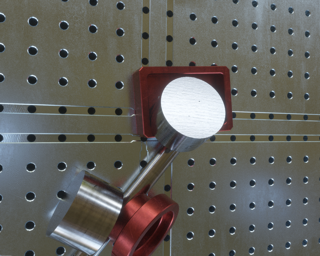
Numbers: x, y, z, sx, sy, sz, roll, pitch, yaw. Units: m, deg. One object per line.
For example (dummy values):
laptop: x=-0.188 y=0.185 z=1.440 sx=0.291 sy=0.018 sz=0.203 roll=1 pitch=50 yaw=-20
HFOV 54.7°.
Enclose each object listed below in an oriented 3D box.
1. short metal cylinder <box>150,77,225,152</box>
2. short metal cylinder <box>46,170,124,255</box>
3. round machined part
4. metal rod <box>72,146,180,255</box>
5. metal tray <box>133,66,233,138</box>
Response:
short metal cylinder: x=0.033 y=-0.016 z=0.383 sx=0.081 sy=0.050 sz=0.080 roll=7 pitch=66 yaw=-15
short metal cylinder: x=-0.085 y=0.095 z=0.352 sx=0.050 sy=0.080 sz=0.080 roll=33 pitch=80 yaw=-17
round machined part: x=-0.024 y=0.120 z=0.376 sx=0.042 sy=0.098 sz=0.098 roll=33 pitch=76 yaw=25
metal rod: x=-0.071 y=0.131 z=0.386 sx=0.025 sy=0.025 sz=0.300 roll=43 pitch=76 yaw=-15
metal tray: x=0.033 y=-0.037 z=0.421 sx=0.131 sy=0.030 sz=0.089 roll=-5 pitch=92 yaw=-20
